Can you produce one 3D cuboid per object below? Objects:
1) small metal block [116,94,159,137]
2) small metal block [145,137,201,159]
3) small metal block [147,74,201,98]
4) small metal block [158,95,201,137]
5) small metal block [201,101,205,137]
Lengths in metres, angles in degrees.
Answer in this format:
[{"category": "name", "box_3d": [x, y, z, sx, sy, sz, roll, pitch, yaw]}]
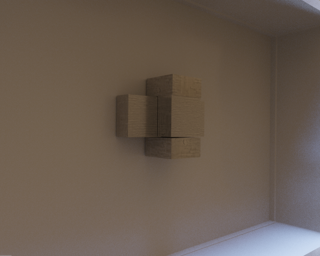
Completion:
[{"category": "small metal block", "box_3d": [-0.025, -0.014, 0.382, 0.050, 0.025, 0.050, 1, 90, -40]}, {"category": "small metal block", "box_3d": [0.017, 0.024, 0.400, 0.050, 0.050, 0.025, 1, 90, -40]}, {"category": "small metal block", "box_3d": [0.018, -0.052, 0.402, 0.050, 0.050, 0.025, 1, 90, -40]}, {"category": "small metal block", "box_3d": [0.025, -0.014, 0.391, 0.050, 0.025, 0.050, 1, 90, -40]}, {"category": "small metal block", "box_3d": [0.036, -0.013, 0.434, 0.050, 0.025, 0.050, 1, 90, -40]}]
